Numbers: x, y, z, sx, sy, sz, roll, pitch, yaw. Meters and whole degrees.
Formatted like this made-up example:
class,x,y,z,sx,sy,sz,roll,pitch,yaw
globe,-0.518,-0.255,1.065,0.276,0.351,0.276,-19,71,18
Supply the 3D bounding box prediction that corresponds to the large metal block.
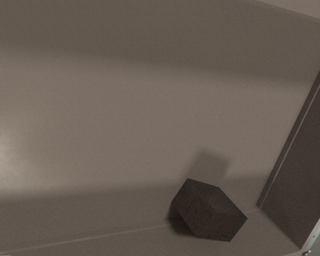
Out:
class,x,y,z,sx,sy,sz,roll,pitch,yaw
large metal block,0.079,0.133,0.501,0.080,0.080,0.050,22,106,-37
